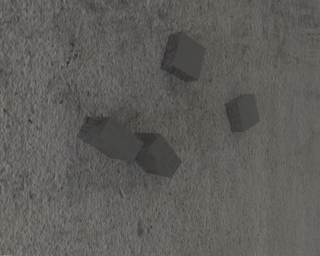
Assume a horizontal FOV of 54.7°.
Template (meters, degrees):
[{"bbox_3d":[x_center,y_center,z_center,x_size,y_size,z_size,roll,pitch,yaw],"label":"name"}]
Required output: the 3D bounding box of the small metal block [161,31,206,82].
[{"bbox_3d":[0.033,-0.098,0.432,0.050,0.025,0.050,22,76,-38],"label":"small metal block"}]

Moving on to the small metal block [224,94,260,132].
[{"bbox_3d":[0.139,-0.026,0.521,0.050,0.025,0.050,-27,107,-37],"label":"small metal block"}]

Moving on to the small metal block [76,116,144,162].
[{"bbox_3d":[-0.055,0.012,0.342,0.050,0.050,0.025,41,65,-33],"label":"small metal block"}]

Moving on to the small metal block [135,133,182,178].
[{"bbox_3d":[-0.009,0.032,0.381,0.025,0.050,0.050,-52,120,-27],"label":"small metal block"}]
